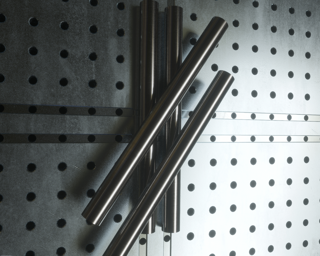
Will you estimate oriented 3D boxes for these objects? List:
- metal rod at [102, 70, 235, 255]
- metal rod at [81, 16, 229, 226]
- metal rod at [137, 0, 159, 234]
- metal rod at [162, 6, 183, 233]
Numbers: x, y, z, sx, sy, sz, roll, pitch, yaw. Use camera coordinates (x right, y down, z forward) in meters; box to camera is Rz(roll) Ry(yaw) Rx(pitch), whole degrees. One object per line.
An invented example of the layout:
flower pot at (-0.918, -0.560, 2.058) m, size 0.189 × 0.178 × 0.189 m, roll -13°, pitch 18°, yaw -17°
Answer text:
metal rod at (0.010, 0.053, 0.389) m, size 0.025 × 0.025 × 0.300 m, roll 36°, pitch 78°, yaw -17°
metal rod at (0.000, -0.017, 0.387) m, size 0.025 × 0.025 × 0.300 m, roll 37°, pitch 78°, yaw -17°
metal rod at (-0.016, -0.014, 0.407) m, size 0.025 × 0.025 × 0.298 m, roll 1°, pitch 90°, yaw -20°
metal rod at (0.017, -0.011, 0.419) m, size 0.025 × 0.025 × 0.298 m, roll 1°, pitch 90°, yaw -20°
